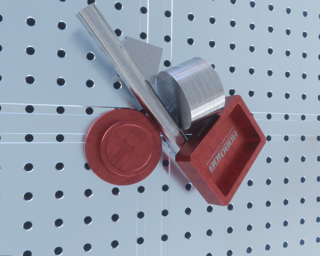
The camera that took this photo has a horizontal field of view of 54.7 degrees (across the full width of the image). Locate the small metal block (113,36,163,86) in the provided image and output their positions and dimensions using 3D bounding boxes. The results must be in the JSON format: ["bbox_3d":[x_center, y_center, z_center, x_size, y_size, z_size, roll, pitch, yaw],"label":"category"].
[{"bbox_3d":[-0.029,-0.085,0.403,0.050,0.025,0.050,14,85,-20],"label":"small metal block"}]

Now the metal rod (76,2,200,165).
[{"bbox_3d":[-0.001,-0.018,0.395,0.025,0.025,0.299,-42,111,-15],"label":"metal rod"}]

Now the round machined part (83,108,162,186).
[{"bbox_3d":[-0.043,0.024,0.387,0.099,0.042,0.097,0,90,-21],"label":"round machined part"}]

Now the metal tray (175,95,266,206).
[{"bbox_3d":[0.088,0.028,0.421,0.130,0.030,0.090,-49,113,-29],"label":"metal tray"}]

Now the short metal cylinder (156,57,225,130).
[{"bbox_3d":[0.038,-0.044,0.398,0.050,0.080,0.080,-27,99,-18],"label":"short metal cylinder"}]
